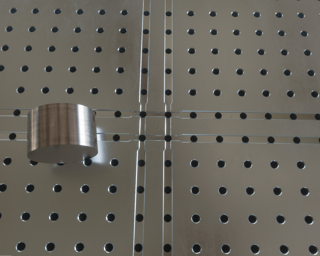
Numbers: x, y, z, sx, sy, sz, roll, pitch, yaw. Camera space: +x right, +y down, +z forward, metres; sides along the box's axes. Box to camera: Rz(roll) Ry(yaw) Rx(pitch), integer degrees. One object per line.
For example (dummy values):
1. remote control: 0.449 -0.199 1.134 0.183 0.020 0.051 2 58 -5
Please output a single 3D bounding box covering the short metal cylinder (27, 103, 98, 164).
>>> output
1. short metal cylinder: -0.118 0.009 0.378 0.081 0.080 0.050 -7 71 -3
